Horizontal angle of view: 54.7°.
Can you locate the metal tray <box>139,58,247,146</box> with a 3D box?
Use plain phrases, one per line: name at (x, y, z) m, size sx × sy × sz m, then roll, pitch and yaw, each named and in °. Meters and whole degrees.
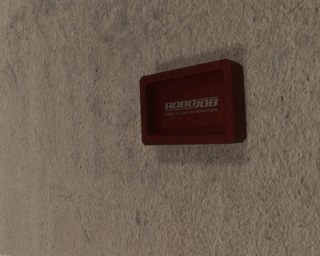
metal tray at (0.034, -0.025, 0.371) m, size 0.130 × 0.030 × 0.089 m, roll -4°, pitch 88°, yaw 39°
